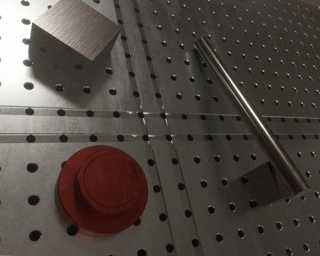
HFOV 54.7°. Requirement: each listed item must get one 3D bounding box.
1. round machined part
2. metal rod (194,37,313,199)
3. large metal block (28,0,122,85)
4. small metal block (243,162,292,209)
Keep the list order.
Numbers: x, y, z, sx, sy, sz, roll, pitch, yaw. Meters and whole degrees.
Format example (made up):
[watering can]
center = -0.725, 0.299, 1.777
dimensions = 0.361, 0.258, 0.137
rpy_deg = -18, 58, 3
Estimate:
[round machined part]
center = -0.057, 0.062, 0.330
dimensions = 0.099, 0.042, 0.098
rpy_deg = 14, 56, -21
[metal rod]
center = 0.122, -0.035, 0.458
dimensions = 0.025, 0.025, 0.299
rpy_deg = -2, 51, -30
[large metal block]
center = -0.110, -0.117, 0.405
dimensions = 0.080, 0.050, 0.080
rpy_deg = 33, 51, -7
[small metal block]
center = 0.149, 0.078, 0.427
dimensions = 0.025, 0.050, 0.050
rpy_deg = -1, 63, -29
